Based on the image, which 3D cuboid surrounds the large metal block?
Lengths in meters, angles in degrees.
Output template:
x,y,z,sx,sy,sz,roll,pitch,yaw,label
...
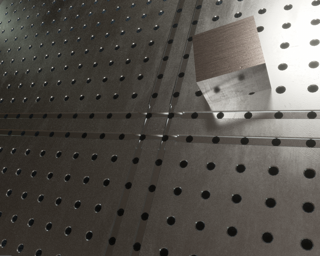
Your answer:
x,y,z,sx,sy,sz,roll,pitch,yaw,label
0.090,-0.086,0.397,0.080,0.050,0.080,-14,56,20,large metal block
